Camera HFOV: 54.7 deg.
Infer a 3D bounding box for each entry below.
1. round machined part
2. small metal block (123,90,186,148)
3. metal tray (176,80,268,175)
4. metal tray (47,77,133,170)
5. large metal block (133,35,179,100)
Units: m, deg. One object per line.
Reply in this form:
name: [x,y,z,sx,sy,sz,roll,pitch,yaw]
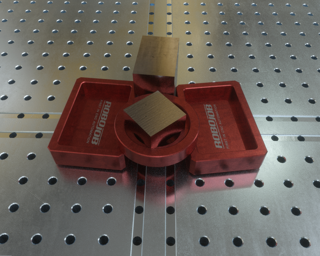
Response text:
round machined part: [-0.003,0.006,0.374,0.099,0.042,0.098,0,50,0]
small metal block: [-0.006,-0.010,0.356,0.050,0.025,0.050,-32,57,-24]
metal tray: [0.073,-0.005,0.404,0.091,0.030,0.130,-5,50,-4]
metal tray: [-0.080,-0.011,0.407,0.091,0.030,0.130,5,50,4]
large metal block: [-0.003,-0.068,0.424,0.050,0.080,0.080,5,50,4]
